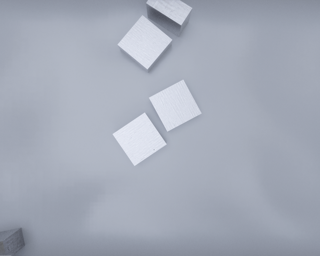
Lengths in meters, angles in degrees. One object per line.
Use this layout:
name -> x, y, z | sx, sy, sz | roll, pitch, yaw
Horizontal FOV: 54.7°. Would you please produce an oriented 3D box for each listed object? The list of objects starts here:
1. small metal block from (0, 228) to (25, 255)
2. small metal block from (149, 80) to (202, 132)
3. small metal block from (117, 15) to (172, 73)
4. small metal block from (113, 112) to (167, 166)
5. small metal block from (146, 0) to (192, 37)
small metal block -> -0.211, 0.153, 0.397 | 0.050, 0.050, 0.025 | -12, 90, 0
small metal block -> 0.020, -0.029, 0.411 | 0.050, 0.025, 0.050 | -28, 90, 0
small metal block -> -0.019, -0.110, 0.411 | 0.050, 0.025, 0.050 | 40, 90, 0
small metal block -> -0.026, 0.014, 0.411 | 0.050, 0.025, 0.050 | -34, 90, 0
small metal block -> 0.011, -0.148, 0.399 | 0.050, 0.050, 0.025 | 32, 90, 0
